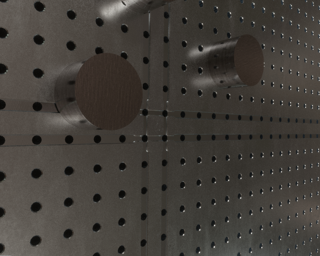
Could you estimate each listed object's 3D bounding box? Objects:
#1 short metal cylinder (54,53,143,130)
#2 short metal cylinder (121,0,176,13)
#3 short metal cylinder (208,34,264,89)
[{"bbox_3d":[-0.066,-0.038,0.339,0.081,0.050,0.079,0,90,-40],"label":"short metal cylinder"},{"bbox_3d":[-0.013,-0.190,0.383,0.081,0.050,0.079,0,90,-40],"label":"short metal cylinder"},{"bbox_3d":[0.123,-0.105,0.499,0.081,0.050,0.079,0,90,-40],"label":"short metal cylinder"}]
